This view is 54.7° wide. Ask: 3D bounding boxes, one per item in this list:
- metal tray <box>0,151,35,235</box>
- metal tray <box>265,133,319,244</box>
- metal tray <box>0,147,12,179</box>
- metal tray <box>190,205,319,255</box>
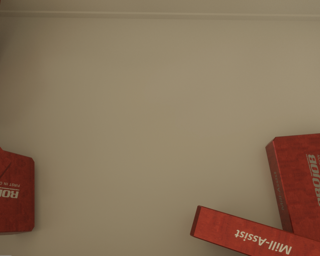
[{"bbox_3d":[-0.190,0.066,0.327,0.030,0.130,0.090,-14,70,16],"label":"metal tray"},{"bbox_3d":[0.191,0.073,0.381,0.091,0.030,0.130,-5,70,-2],"label":"metal tray"},{"bbox_3d":[-0.229,0.007,0.314,0.090,0.129,0.030,-12,33,16],"label":"metal tray"},{"bbox_3d":[0.105,0.115,0.314,0.130,0.090,0.030,12,76,22],"label":"metal tray"}]
